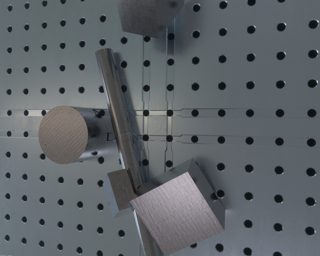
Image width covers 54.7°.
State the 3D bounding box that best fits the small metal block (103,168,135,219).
[{"bbox_3d":[-0.054,0.088,0.411,0.025,0.050,0.050,-12,67,-23],"label":"small metal block"}]

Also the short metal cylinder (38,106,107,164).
[{"bbox_3d":[-0.123,0.009,0.443,0.080,0.050,0.079,0,90,20],"label":"short metal cylinder"}]

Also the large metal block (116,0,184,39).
[{"bbox_3d":[-0.010,-0.168,0.369,0.050,0.080,0.080,17,55,19],"label":"large metal block"}]

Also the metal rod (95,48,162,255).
[{"bbox_3d":[-0.044,0.036,0.427,0.025,0.025,0.298,-16,85,19],"label":"metal rod"}]

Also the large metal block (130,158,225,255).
[{"bbox_3d":[0.024,0.096,0.381,0.080,0.050,0.080,-30,95,17],"label":"large metal block"}]
